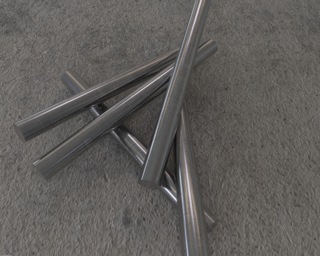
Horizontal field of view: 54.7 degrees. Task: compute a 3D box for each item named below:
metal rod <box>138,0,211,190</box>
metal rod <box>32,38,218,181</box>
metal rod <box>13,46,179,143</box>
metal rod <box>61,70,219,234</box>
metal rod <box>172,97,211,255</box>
[{"bbox_3d":[0.027,-0.066,0.397,0.025,0.025,0.300,12,61,9],"label":"metal rod"},{"bbox_3d":[-0.026,-0.038,0.400,0.025,0.025,0.302,36,60,26],"label":"metal rod"},{"bbox_3d":[-0.052,-0.063,0.429,0.025,0.025,0.302,37,51,26],"label":"metal rod"},{"bbox_3d":[-0.043,0.013,0.391,0.025,0.025,0.300,-32,57,-24],"label":"metal rod"},{"bbox_3d":[0.027,0.025,0.356,0.025,0.025,0.300,-1,42,-1],"label":"metal rod"}]
